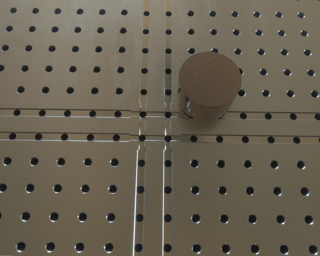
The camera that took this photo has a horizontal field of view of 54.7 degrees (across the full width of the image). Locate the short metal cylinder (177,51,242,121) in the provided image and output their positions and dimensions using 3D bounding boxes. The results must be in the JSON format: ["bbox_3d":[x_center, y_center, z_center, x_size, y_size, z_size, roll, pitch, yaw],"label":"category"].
[{"bbox_3d":[0.064,-0.056,0.420,0.081,0.050,0.080,0,70,0],"label":"short metal cylinder"}]
